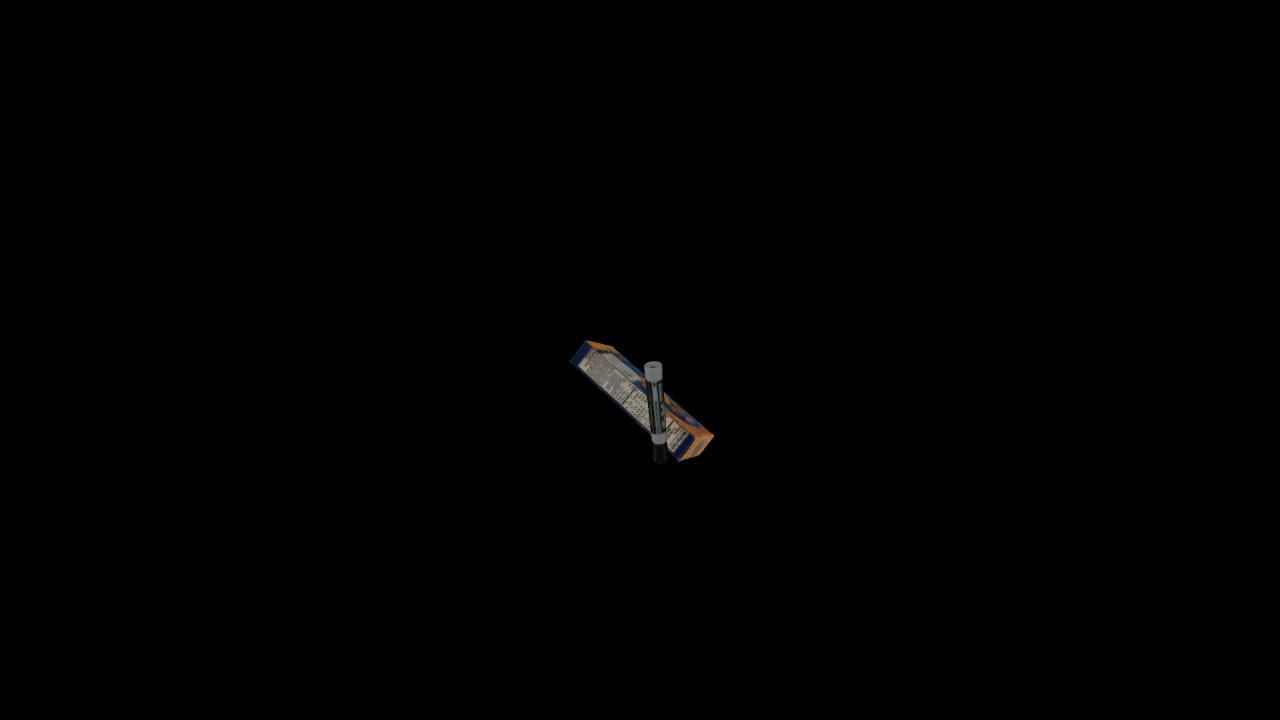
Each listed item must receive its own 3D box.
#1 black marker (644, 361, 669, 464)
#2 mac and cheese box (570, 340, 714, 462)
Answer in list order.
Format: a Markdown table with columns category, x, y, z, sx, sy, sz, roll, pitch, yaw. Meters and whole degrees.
| category | x | y | z | sx | sy | sz | roll | pitch | yaw |
| --- | --- | --- | --- | --- | --- | --- | --- | --- | --- |
| black marker | 0.018 | 0.059 | 0.656 | 0.020 | 0.121 | 0.020 | -5 | 25 | 2 |
| mac and cheese box | 0.003 | 0.049 | 0.764 | 0.184 | 0.041 | 0.093 | 41 | 8 | 18 |
